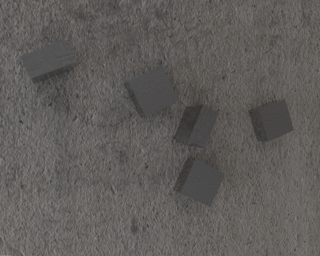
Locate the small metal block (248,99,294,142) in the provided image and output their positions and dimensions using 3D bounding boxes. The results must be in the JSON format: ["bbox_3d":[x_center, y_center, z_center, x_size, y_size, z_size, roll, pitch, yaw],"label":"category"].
[{"bbox_3d":[0.169,-0.012,0.471,0.050,0.025,0.050,-21,97,-19],"label":"small metal block"}]

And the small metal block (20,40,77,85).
[{"bbox_3d":[-0.125,-0.073,0.349,0.050,0.050,0.025,-26,99,-18],"label":"small metal block"}]

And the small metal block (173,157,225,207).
[{"bbox_3d":[0.054,0.074,0.429,0.050,0.025,0.050,28,81,-18],"label":"small metal block"}]

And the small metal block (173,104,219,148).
[{"bbox_3d":[0.047,-0.002,0.413,0.025,0.050,0.050,26,82,-18],"label":"small metal block"}]

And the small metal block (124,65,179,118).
[{"bbox_3d":[-0.011,-0.047,0.405,0.050,0.025,0.050,-29,100,-18],"label":"small metal block"}]
